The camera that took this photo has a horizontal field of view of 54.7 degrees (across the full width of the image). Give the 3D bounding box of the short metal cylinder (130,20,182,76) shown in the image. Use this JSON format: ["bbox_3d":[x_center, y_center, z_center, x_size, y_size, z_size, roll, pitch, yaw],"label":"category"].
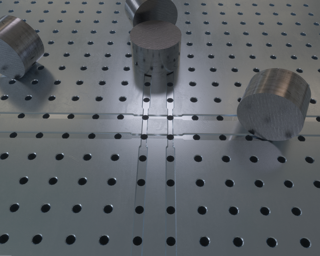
[{"bbox_3d":[-0.007,-0.130,0.500,0.081,0.050,0.080,0,50,0],"label":"short metal cylinder"}]

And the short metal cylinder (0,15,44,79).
[{"bbox_3d":[-0.228,-0.123,0.473,0.080,0.080,0.050,16,52,13],"label":"short metal cylinder"}]

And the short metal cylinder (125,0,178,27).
[{"bbox_3d":[-0.016,-0.202,0.541,0.081,0.080,0.050,-16,52,-13],"label":"short metal cylinder"}]

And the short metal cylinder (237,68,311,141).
[{"bbox_3d":[0.146,-0.029,0.397,0.080,0.080,0.050,21,53,16],"label":"short metal cylinder"}]
